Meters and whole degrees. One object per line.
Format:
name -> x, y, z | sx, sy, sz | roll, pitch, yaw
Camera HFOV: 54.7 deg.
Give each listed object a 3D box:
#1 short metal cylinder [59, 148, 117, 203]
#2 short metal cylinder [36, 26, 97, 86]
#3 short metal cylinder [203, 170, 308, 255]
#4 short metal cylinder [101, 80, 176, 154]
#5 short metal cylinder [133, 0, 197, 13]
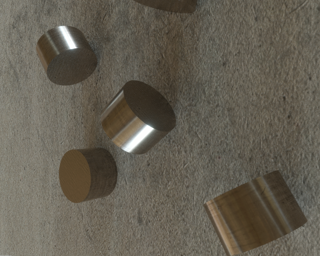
short metal cylinder -> -0.112, 0.072, 0.482 | 0.080, 0.050, 0.080 | 0, 90, 40
short metal cylinder -> -0.147, -0.113, 0.491 | 0.080, 0.081, 0.050 | -46, 63, 30
short metal cylinder -> 0.089, 0.080, 0.296 | 0.080, 0.081, 0.050 | -38, 67, 34
short metal cylinder -> -0.027, -0.014, 0.391 | 0.050, 0.081, 0.080 | -44, 64, 31
short metal cylinder -> 0.007, -0.171, 0.363 | 0.080, 0.081, 0.050 | 20, 103, 38
